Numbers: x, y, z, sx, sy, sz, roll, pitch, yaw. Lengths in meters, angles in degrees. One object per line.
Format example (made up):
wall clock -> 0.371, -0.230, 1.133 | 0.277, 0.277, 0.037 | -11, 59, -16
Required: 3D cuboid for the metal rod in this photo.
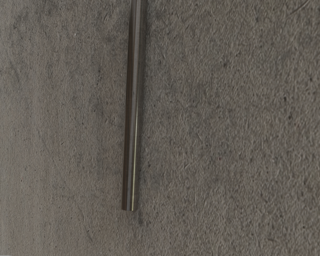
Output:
metal rod -> -0.036, -0.035, 0.436 | 0.025, 0.025, 0.298 | 5, 93, 40
